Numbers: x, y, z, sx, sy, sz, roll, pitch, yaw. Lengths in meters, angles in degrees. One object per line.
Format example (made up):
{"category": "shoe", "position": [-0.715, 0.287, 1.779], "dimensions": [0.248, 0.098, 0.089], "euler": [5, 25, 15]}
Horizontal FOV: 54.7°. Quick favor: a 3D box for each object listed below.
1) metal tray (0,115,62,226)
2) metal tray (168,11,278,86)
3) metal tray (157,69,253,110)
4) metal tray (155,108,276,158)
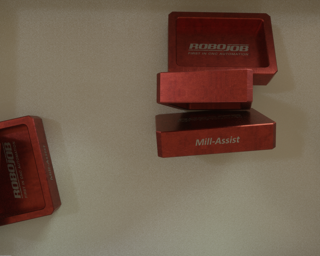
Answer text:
{"category": "metal tray", "position": [-0.191, 0.056, 0.406], "dimensions": [0.091, 0.030, 0.129], "euler": [-13, 90, -1]}
{"category": "metal tray", "position": [0.076, -0.102, 0.395], "dimensions": [0.131, 0.030, 0.090], "euler": [1, 70, -1]}
{"category": "metal tray", "position": [0.056, -0.039, 0.350], "dimensions": [0.090, 0.130, 0.030], "euler": [0, 90, 15]}
{"category": "metal tray", "position": [0.061, 0.003, 0.377], "dimensions": [0.131, 0.090, 0.030], "euler": [-4, 105, -1]}
